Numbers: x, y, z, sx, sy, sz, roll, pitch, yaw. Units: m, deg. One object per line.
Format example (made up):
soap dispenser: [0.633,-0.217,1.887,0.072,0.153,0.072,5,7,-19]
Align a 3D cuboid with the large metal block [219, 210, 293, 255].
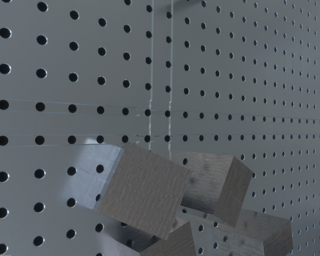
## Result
large metal block: [0.156,0.179,0.503,0.081,0.080,0.050,-15,100,-39]

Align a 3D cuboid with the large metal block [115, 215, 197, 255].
large metal block: [-0.001,0.165,0.392,0.081,0.050,0.080,-19,103,-38]

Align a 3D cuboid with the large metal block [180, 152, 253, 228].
large metal block: [0.071,0.082,0.432,0.050,0.080,0.080,38,67,-34]

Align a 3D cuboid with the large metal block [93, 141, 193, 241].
large metal block: [-0.021,0.072,0.355,0.080,0.050,0.080,26,72,-10]
